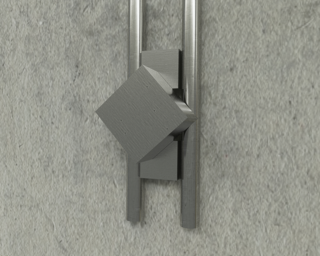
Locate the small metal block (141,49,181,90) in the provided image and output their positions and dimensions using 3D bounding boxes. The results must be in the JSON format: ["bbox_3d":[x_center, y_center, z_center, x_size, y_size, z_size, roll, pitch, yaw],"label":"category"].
[{"bbox_3d":[0.004,-0.075,0.407,0.050,0.025,0.050,1,90,19],"label":"small metal block"}]

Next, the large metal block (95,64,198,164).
[{"bbox_3d":[-0.015,-0.015,0.373,0.080,0.050,0.080,-43,77,15],"label":"large metal block"}]

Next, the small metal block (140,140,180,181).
[{"bbox_3d":[0.002,0.041,0.407,0.050,0.025,0.050,1,90,19],"label":"small metal block"}]

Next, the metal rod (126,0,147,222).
[{"bbox_3d":[-0.032,-0.025,0.421,0.025,0.025,0.298,1,90,19],"label":"metal rod"}]

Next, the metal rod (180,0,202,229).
[{"bbox_3d":[0.040,-0.024,0.396,0.025,0.025,0.298,1,90,19],"label":"metal rod"}]
